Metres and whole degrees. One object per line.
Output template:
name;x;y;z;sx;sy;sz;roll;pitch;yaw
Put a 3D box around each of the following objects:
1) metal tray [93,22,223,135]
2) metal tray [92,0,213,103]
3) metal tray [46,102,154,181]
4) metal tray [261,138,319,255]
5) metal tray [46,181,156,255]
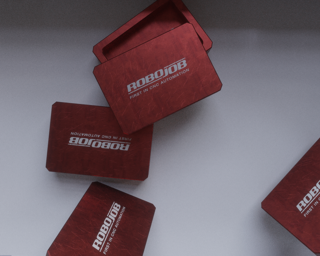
metal tray;-0.003;-0.058;0.378;0.131;0.030;0.090;-26;90;0
metal tray;-0.009;-0.103;0.408;0.130;0.030;0.090;-36;90;0
metal tray;-0.076;0.017;0.408;0.131;0.030;0.089;6;90;0
metal tray;0.203;0.080;0.381;0.130;0.090;0.030;-48;131;0
metal tray;-0.062;0.123;0.358;0.090;0.130;0.030;22;115;0
